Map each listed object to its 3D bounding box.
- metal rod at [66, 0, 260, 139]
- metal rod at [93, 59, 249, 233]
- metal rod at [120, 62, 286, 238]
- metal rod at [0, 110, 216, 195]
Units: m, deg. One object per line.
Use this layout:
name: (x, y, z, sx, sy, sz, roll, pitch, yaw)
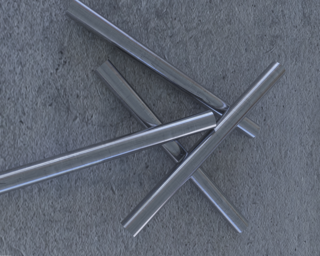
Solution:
metal rod: (0.016, -0.070, 0.414, 0.301, 0.025, 0.025, 32, 80, -17)
metal rod: (0.023, 0.033, 0.417, 0.025, 0.025, 0.300, -45, 104, -14)
metal rod: (0.065, 0.018, 0.405, 0.301, 0.025, 0.025, -45, 104, -14)
metal rod: (-0.075, 0.031, 0.363, 0.302, 0.025, 0.025, -17, 96, -13)
